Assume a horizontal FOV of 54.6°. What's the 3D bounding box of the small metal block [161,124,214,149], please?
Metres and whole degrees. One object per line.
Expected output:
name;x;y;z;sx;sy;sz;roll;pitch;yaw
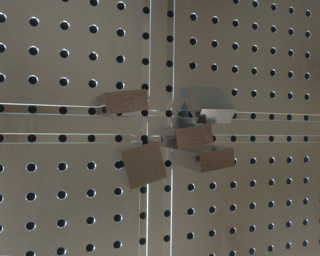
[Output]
small metal block;0.035;0.010;0.412;0.050;0.050;0.025;-9;94;-20

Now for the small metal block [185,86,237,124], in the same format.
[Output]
small metal block;0.068;-0.032;0.422;0.050;0.050;0.025;0;133;-20

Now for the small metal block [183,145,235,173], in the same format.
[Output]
small metal block;0.066;0.041;0.423;0.050;0.050;0.025;-8;93;-20

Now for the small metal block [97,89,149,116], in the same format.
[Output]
small metal block;-0.047;-0.031;0.382;0.050;0.050;0.025;-8;93;-20

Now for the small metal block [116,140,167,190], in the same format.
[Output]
small metal block;-0.024;0.046;0.404;0.050;0.025;0.050;-16;96;-19
